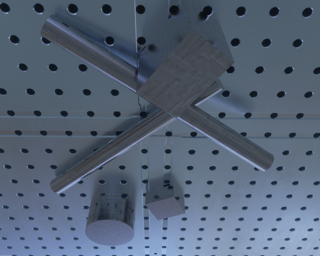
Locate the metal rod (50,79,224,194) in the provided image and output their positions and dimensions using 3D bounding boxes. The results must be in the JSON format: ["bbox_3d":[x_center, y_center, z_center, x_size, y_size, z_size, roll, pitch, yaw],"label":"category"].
[{"bbox_3d":[-0.047,0.018,0.426,0.299,0.025,0.025,-33,123,24],"label":"metal rod"}]

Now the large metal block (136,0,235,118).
[{"bbox_3d":[0.022,-0.072,0.315,0.050,0.080,0.080,31,124,-24],"label":"large metal block"}]

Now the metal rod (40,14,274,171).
[{"bbox_3d":[0.009,-0.031,0.355,0.301,0.025,0.025,31,124,-14],"label":"metal rod"}]

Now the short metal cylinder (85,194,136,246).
[{"bbox_3d":[-0.083,0.157,0.528,0.081,0.050,0.079,0,130,0],"label":"short metal cylinder"}]

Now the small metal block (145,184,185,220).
[{"bbox_3d":[0.009,0.125,0.518,0.050,0.025,0.050,-19,128,15],"label":"small metal block"}]
